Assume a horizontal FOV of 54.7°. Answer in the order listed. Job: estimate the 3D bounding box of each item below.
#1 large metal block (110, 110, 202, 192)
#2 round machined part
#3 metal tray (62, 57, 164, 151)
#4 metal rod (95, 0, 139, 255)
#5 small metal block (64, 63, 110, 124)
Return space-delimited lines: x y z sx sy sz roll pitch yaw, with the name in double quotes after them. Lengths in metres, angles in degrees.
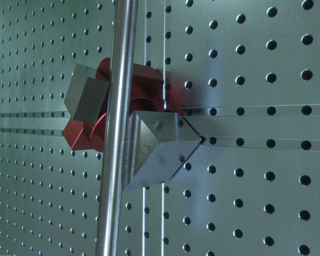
-0.010 0.027 0.376 0.050 0.081 0.080 50 119 28 "large metal block"
-0.045 -0.001 0.402 0.042 0.099 0.097 50 119 28 "round machined part"
-0.063 -0.027 0.416 0.030 0.091 0.129 51 119 28 "metal tray"
-0.049 0.011 0.343 0.025 0.025 0.298 9 96 39 "metal rod"
-0.084 -0.039 0.349 0.050 0.025 0.050 45 117 51 "small metal block"
